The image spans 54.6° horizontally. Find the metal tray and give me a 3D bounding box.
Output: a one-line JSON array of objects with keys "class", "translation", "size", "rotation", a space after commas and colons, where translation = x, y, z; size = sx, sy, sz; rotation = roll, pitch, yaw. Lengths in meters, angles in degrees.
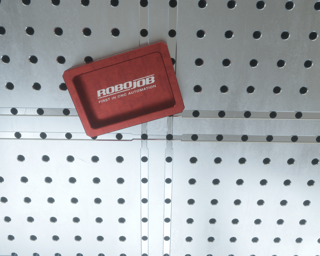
[{"class": "metal tray", "translation": [-0.043, -0.049, 0.392], "size": [0.130, 0.030, 0.090], "rotation": [-16, 110, 5]}]
